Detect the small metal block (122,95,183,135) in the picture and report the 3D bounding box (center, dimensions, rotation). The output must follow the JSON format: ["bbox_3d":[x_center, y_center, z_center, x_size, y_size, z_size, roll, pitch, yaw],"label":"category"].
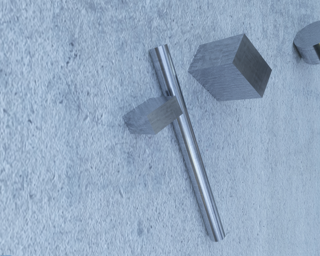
[{"bbox_3d":[-0.009,-0.016,0.381,0.050,0.050,0.025,-38,113,-34],"label":"small metal block"}]

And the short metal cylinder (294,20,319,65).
[{"bbox_3d":[0.330,-0.178,0.645,0.050,0.080,0.080,45,63,-31],"label":"short metal cylinder"}]

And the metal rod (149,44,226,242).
[{"bbox_3d":[0.043,0.031,0.441,0.025,0.025,0.298,-30,109,-36],"label":"metal rod"}]

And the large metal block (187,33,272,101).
[{"bbox_3d":[0.103,-0.084,0.455,0.080,0.080,0.050,38,67,-34],"label":"large metal block"}]
